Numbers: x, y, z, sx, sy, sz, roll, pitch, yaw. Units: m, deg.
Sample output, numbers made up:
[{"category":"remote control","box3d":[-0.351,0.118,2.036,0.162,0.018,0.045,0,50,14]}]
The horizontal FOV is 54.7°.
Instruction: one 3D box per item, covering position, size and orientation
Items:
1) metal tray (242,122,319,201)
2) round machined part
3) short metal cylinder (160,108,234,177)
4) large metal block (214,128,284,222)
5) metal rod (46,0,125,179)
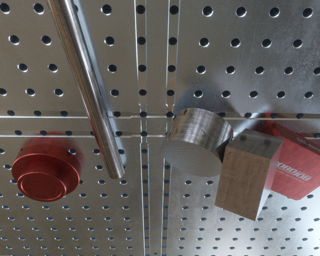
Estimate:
[{"category":"metal tray","box3d":[0.185,0.053,0.455,0.131,0.030,0.089,24,126,-20]},{"category":"round machined part","box3d":[-0.170,0.073,0.461,0.099,0.042,0.097,0,130,0]},{"category":"short metal cylinder","box3d":[0.047,0.020,0.392,0.080,0.050,0.080,18,149,12]},{"category":"large metal block","box3d":[0.112,0.054,0.386,0.050,0.080,0.079,17,112,26]},{"category":"metal rod","box3d":[-0.085,-0.045,0.372,0.025,0.025,0.298,-6,130,5]}]
